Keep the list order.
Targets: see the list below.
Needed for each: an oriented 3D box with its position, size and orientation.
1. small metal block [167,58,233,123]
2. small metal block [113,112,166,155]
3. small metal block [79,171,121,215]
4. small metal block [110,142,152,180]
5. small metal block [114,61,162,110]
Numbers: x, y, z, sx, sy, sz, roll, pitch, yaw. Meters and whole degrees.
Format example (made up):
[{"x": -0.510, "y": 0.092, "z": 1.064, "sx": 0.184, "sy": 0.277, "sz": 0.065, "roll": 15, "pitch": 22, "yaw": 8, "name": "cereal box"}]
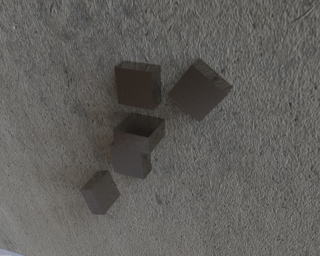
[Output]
[{"x": 0.045, "y": -0.043, "z": 0.356, "sx": 0.050, "sy": 0.025, "sz": 0.050, "roll": 41, "pitch": 129, "yaw": -1, "name": "small metal block"}, {"x": -0.026, "y": 0.006, "z": 0.408, "sx": 0.050, "sy": 0.050, "sz": 0.025, "roll": 12, "pitch": 123, "yaw": 21, "name": "small metal block"}, {"x": -0.097, "y": 0.106, "z": 0.507, "sx": 0.025, "sy": 0.050, "sz": 0.050, "roll": -8, "pitch": 114, "yaw": 32, "name": "small metal block"}, {"x": -0.042, "y": 0.044, "z": 0.456, "sx": 0.050, "sy": 0.025, "sz": 0.050, "roll": 10, "pitch": 123, "yaw": 23, "name": "small metal block"}, {"x": -0.027, "y": -0.054, "z": 0.388, "sx": 0.050, "sy": 0.025, "sz": 0.050, "roll": 12, "pitch": 124, "yaw": 22, "name": "small metal block"}]
